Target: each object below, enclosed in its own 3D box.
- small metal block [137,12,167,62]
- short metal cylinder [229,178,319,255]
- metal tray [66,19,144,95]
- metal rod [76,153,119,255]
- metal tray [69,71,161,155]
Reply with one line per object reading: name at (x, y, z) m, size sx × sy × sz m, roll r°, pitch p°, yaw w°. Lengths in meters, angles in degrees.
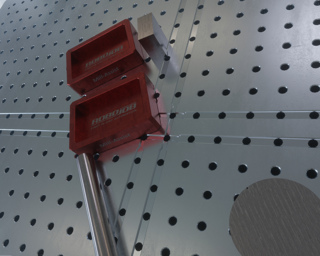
small metal block at (-0.012, -0.142, 0.486) m, size 0.025 × 0.050 × 0.050 m, roll -17°, pitch 55°, yaw 19°
short metal cylinder at (0.109, 0.092, 0.279) m, size 0.080 × 0.050 × 0.080 m, roll -13°, pitch 56°, yaw 21°
metal tray at (-0.097, -0.122, 0.530) m, size 0.130 × 0.030 × 0.090 m, roll -24°, pitch 53°, yaw 13°
metal rod at (-0.057, 0.151, 0.345) m, size 0.025 × 0.025 × 0.300 m, roll -31°, pitch 52°, yaw 8°
metal tray at (-0.069, -0.019, 0.452) m, size 0.130 × 0.030 × 0.090 m, roll -21°, pitch 54°, yaw 15°
